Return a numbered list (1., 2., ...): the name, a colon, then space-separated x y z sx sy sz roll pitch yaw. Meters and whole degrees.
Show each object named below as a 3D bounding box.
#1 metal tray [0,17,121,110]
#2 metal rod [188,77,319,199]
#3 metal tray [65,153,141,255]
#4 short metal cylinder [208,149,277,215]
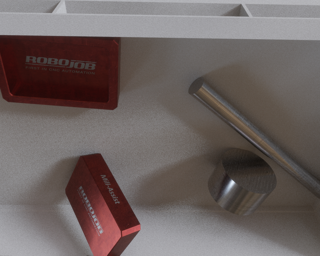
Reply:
1. metal tray: -0.111 -0.068 0.345 0.131 0.030 0.089 4 130 -4
2. metal rod: 0.153 0.027 0.434 0.301 0.025 0.025 35 122 -27
3. metal tray: -0.086 0.112 0.437 0.030 0.130 0.089 -6 140 -42
4. short metal cylinder: 0.115 0.075 0.439 0.081 0.080 0.050 13 129 -11
